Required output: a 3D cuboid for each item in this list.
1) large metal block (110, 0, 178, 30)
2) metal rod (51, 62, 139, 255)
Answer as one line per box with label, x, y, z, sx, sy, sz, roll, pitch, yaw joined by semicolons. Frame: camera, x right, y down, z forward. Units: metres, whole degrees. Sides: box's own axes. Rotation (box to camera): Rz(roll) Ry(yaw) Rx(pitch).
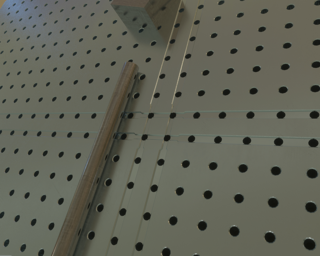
large metal block;-0.025;-0.224;0.543;0.080;0.050;0.080;22;73;36
metal rod;-0.084;0.034;0.431;0.025;0.025;0.300;2;62;29
